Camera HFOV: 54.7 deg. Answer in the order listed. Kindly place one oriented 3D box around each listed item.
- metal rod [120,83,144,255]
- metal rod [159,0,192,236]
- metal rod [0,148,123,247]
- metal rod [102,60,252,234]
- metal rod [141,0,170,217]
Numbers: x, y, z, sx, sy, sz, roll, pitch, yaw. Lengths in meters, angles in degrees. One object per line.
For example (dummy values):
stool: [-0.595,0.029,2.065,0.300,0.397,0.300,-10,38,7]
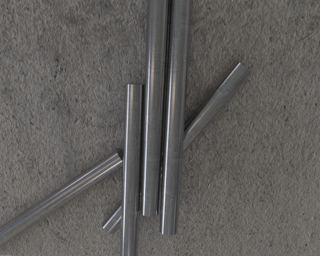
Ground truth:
metal rod: [-0.039,0.090,0.417,0.025,0.025,0.298,3,102,-1]
metal rod: [0.018,-0.007,0.385,0.025,0.025,0.298,2,102,-1]
metal rod: [-0.174,0.120,0.452,0.300,0.025,0.025,-34,107,11]
metal rod: [0.014,0.036,0.423,0.025,0.025,0.299,35,106,-12]
metal rod: [-0.007,-0.031,0.382,0.025,0.025,0.298,2,104,-1]
